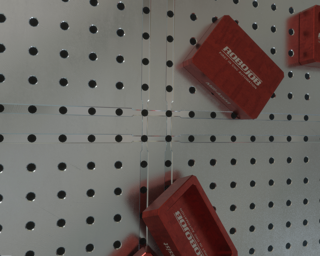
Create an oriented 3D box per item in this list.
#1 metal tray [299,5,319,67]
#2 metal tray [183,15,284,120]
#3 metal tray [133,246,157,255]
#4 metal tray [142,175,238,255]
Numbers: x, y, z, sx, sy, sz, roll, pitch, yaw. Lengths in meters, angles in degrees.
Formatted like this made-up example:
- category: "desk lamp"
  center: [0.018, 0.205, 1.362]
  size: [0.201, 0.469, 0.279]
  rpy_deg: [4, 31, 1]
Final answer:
- category: "metal tray"
  center: [0.295, -0.147, 0.517]
  size: [0.131, 0.030, 0.090]
  rpy_deg: [1, 90, -20]
- category: "metal tray"
  center: [0.109, -0.085, 0.450]
  size: [0.130, 0.030, 0.090]
  rpy_deg: [40, 77, -16]
- category: "metal tray"
  center: [-0.008, 0.229, 0.388]
  size: [0.090, 0.030, 0.130]
  rpy_deg: [-40, 90, -10]
- category: "metal tray"
  center: [0.042, 0.138, 0.396]
  size: [0.091, 0.030, 0.130]
  rpy_deg: [-34, 96, -48]
